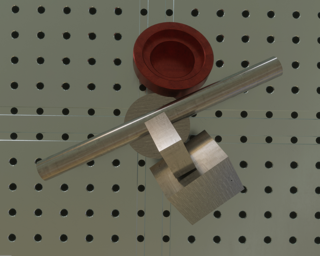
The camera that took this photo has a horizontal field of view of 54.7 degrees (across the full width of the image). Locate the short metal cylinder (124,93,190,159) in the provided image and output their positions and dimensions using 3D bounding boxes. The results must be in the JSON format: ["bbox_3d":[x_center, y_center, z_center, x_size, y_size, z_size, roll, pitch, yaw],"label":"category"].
[{"bbox_3d":[-0.004,-0.003,0.400,0.081,0.050,0.079,0,90,-1],"label":"short metal cylinder"}]

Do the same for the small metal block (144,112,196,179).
[{"bbox_3d":[0.011,0.019,0.340,0.025,0.050,0.050,-29,132,0],"label":"small metal block"}]

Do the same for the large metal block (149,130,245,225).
[{"bbox_3d":[0.047,0.062,0.379,0.080,0.050,0.080,-35,135,0],"label":"large metal block"}]

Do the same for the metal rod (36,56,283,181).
[{"bbox_3d":[0.000,-0.011,0.363,0.301,0.025,0.025,-24,90,-1],"label":"metal rod"}]

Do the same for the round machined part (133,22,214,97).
[{"bbox_3d":[0.015,-0.082,0.393,0.099,0.042,0.098,2,67,-6],"label":"round machined part"}]
